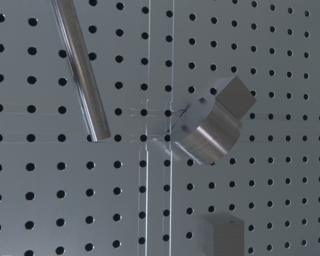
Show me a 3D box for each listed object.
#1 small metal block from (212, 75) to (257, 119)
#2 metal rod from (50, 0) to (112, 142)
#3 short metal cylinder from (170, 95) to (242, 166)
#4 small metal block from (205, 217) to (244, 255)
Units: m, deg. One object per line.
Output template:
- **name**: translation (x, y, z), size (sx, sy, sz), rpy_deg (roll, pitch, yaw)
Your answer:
- **small metal block**: translation (0.104, -0.040, 0.451), size (0.050, 0.025, 0.050), rpy_deg (-46, 105, -14)
- **metal rod**: translation (-0.111, -0.130, 0.371), size (0.025, 0.025, 0.298), rpy_deg (-17, 96, -19)
- **short metal cylinder**: translation (0.059, 0.003, 0.406), size (0.050, 0.080, 0.080), rpy_deg (42, 77, -16)
- **small metal block**: translation (0.093, 0.159, 0.448), size (0.050, 0.025, 0.050), rpy_deg (-1, 90, -20)
